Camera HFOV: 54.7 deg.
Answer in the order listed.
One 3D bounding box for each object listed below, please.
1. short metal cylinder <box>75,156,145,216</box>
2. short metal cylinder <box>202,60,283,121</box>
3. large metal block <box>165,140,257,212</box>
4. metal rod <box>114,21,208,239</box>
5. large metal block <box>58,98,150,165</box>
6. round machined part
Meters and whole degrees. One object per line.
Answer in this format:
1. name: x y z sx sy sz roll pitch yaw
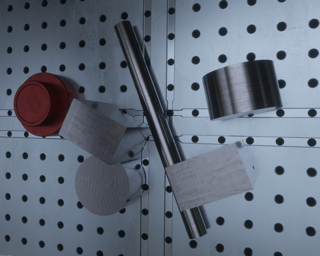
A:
1. short metal cylinder: -0.067 0.073 0.423 0.080 0.050 0.080 0 90 20
2. short metal cylinder: 0.092 -0.040 0.351 0.080 0.080 0.050 -12 86 19
3. large metal block: 0.063 0.052 0.361 0.080 0.080 0.050 -22 83 18
4. metal rod: -0.002 -0.003 0.413 0.025 0.025 0.299 -22 83 18
5. large metal block: -0.068 0.003 0.407 0.080 0.080 0.050 28 99 18
6. round machined part: -0.178 -0.036 0.467 0.098 0.042 0.097 0 90 20
